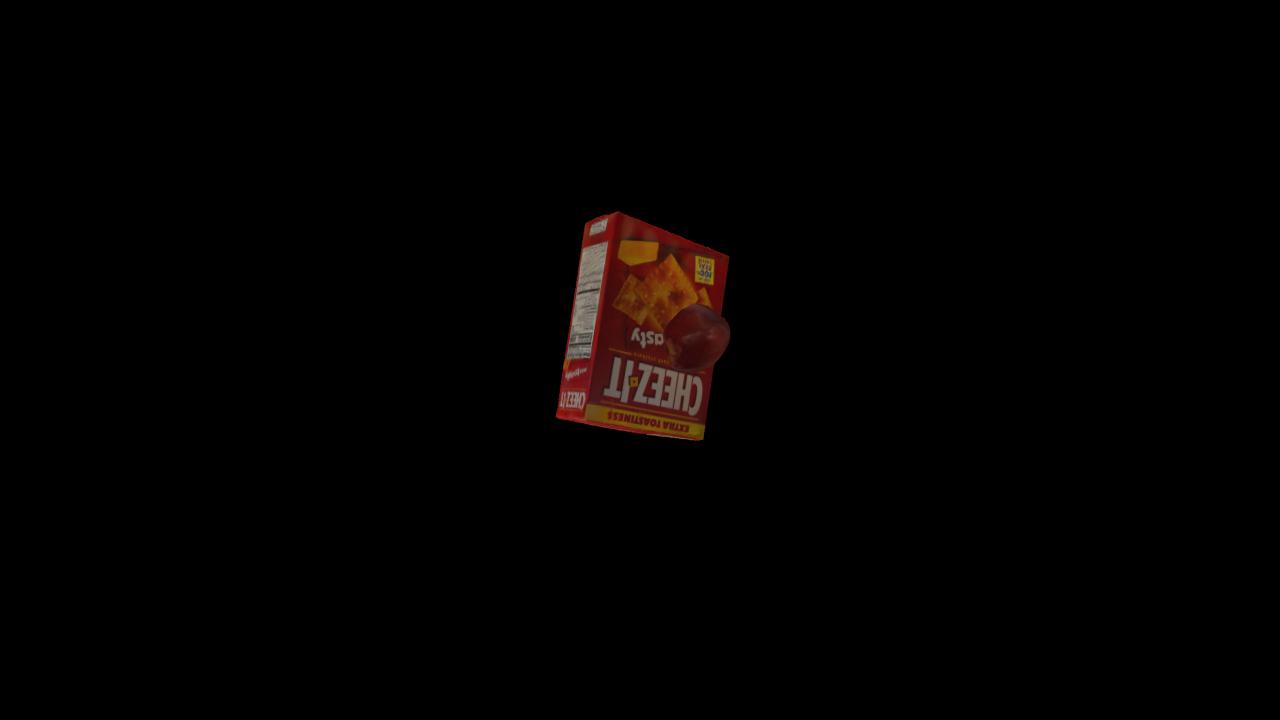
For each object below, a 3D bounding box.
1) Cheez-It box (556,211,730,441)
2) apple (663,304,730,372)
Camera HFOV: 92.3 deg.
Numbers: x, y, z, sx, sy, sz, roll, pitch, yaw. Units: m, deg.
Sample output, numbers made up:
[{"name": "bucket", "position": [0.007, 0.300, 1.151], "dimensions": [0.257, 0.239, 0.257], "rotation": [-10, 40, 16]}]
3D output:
[{"name": "Cheez-It box", "position": [0.007, -0.031, 0.685], "dimensions": [0.166, 0.223, 0.071], "rotation": [14, -9, -35]}, {"name": "apple", "position": [0.058, -0.023, 0.689], "dimensions": [0.093, 0.079, 0.079], "rotation": [-18, 12, -42]}]
